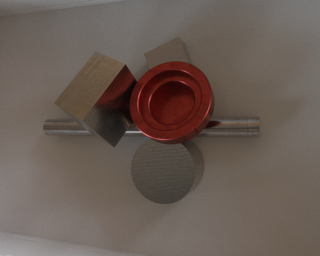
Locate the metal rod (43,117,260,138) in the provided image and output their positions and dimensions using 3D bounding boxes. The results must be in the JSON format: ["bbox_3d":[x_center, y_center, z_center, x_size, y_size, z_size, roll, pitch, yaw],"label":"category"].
[{"bbox_3d":[-0.024,-0.001,0.415,0.301,0.025,0.025,0,90,19],"label":"metal rod"}]

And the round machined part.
[{"bbox_3d":[0.017,-0.027,0.373,0.098,0.042,0.098,-6,70,18],"label":"round machined part"}]

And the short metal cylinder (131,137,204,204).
[{"bbox_3d":[0.011,0.050,0.390,0.080,0.050,0.079,0,90,19],"label":"short metal cylinder"}]

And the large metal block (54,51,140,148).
[{"bbox_3d":[-0.069,-0.034,0.387,0.050,0.080,0.080,28,76,28],"label":"large metal block"}]

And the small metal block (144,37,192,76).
[{"bbox_3d":[0.014,-0.082,0.404,0.050,0.025,0.050,-22,83,18],"label":"small metal block"}]
